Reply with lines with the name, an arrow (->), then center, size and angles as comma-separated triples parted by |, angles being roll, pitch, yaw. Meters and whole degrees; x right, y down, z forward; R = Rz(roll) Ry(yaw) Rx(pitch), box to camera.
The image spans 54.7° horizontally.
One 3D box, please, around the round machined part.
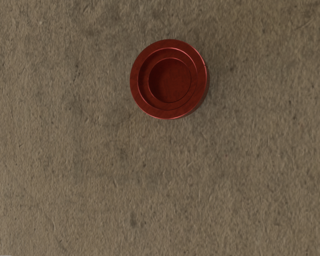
round machined part -> 0.015, -0.059, 0.394 | 0.098, 0.042, 0.097 | 0, 90, 19
